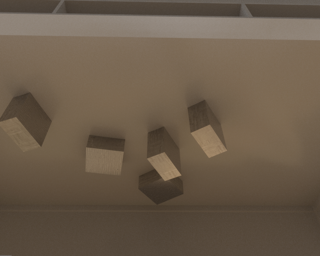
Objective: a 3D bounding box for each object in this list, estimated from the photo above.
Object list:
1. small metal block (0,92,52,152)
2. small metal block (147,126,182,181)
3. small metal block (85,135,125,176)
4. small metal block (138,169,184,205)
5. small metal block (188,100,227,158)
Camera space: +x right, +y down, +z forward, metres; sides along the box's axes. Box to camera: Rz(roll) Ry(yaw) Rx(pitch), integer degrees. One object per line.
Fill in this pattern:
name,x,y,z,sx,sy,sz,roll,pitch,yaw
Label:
small metal block,-0.165,-0.007,0.384,0.025,0.050,0.050,-15,129,12
small metal block,0.006,0.035,0.423,0.025,0.050,0.050,-22,127,17
small metal block,-0.078,0.040,0.442,0.050,0.025,0.050,7,130,-7
small metal block,0.002,0.089,0.485,0.050,0.025,0.050,-28,125,21
small metal block,0.060,0.001,0.395,0.025,0.050,0.050,-25,126,19
